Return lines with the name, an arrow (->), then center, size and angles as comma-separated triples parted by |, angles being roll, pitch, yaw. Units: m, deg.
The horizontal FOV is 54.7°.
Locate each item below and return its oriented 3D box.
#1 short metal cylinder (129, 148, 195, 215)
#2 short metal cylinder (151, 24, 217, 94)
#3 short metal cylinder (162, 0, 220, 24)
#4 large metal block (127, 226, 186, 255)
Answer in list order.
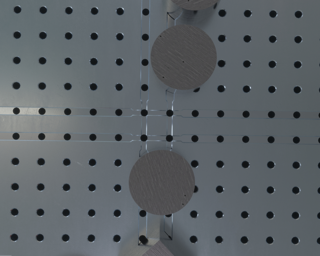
short metal cylinder -> 0.002, 0.066, 0.401 | 0.081, 0.050, 0.080 | 0, 90, 0
short metal cylinder -> 0.029, -0.086, 0.401 | 0.081, 0.050, 0.080 | 0, 90, 0
short metal cylinder -> 0.042, -0.183, 0.401 | 0.081, 0.050, 0.080 | 0, 90, 0
large metal block -> -0.004, 0.192, 0.401 | 0.080, 0.050, 0.080 | -42, 90, 0
